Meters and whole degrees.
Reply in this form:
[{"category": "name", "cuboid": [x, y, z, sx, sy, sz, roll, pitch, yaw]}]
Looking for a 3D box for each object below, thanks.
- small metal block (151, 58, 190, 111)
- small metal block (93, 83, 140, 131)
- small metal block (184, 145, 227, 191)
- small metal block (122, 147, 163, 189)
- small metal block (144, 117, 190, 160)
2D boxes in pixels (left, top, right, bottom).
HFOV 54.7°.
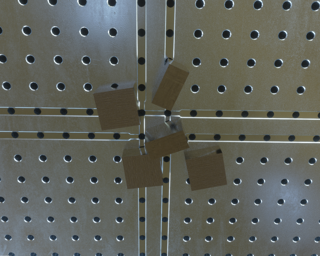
[{"category": "small metal block", "cuboid": [0.012, -0.055, 0.380, 0.025, 0.050, 0.050, 23, 108, -9]}, {"category": "small metal block", "cuboid": [-0.054, -0.028, 0.403, 0.050, 0.025, 0.050, -9, 110, 2]}, {"category": "small metal block", "cuboid": [0.064, 0.056, 0.435, 0.050, 0.025, 0.050, -11, 110, 3]}, {"category": "small metal block", "cuboid": [-0.023, 0.055, 0.433, 0.050, 0.025, 0.050, -6, 110, 2]}, {"category": "small metal block", "cuboid": [0.009, 0.013, 0.405, 0.050, 0.050, 0.025, -19, 109, 6]}]
